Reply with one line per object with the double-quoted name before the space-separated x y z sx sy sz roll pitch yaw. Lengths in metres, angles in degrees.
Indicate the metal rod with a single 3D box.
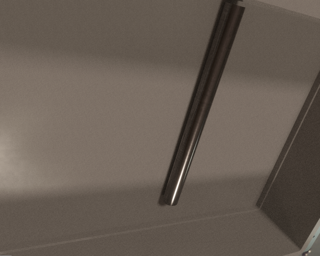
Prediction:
"metal rod" 0.053 -0.016 0.429 0.025 0.025 0.298 1 118 -29
